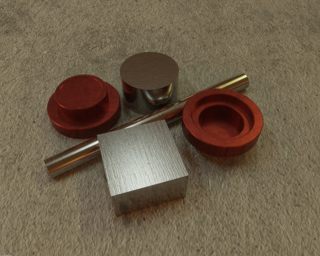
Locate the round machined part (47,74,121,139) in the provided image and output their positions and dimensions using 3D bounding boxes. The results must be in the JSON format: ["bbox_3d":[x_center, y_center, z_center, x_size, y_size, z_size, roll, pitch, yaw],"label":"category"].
[{"bbox_3d":[-0.104,-0.036,0.422,0.099,0.042,0.098,0,50,0],"label":"round machined part"}]

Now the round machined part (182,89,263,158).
[{"bbox_3d":[0.077,-0.002,0.395,0.099,0.042,0.098,0,50,0],"label":"round machined part"}]

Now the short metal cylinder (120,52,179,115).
[{"bbox_3d":[-0.014,-0.064,0.441,0.081,0.050,0.080,0,50,0],"label":"short metal cylinder"}]

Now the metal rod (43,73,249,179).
[{"bbox_3d":[-0.003,-0.011,0.415,0.302,0.025,0.025,-25,55,-20],"label":"metal rod"}]

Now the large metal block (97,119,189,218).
[{"bbox_3d":[-0.021,0.044,0.352,0.081,0.050,0.080,-13,51,-11],"label":"large metal block"}]
